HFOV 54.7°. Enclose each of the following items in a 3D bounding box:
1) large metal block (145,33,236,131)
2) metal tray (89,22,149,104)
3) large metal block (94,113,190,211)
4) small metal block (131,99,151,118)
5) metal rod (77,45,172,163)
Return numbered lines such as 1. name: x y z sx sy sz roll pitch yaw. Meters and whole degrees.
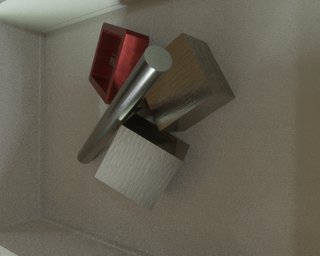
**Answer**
1. large metal block: 0.028 -0.050 0.366 0.080 0.050 0.080 -35 69 34
2. metal tray: -0.060 -0.089 0.415 0.130 0.030 0.089 45 120 60
3. large metal block: -0.021 0.041 0.384 0.080 0.050 0.080 31 113 3
4. small metal block: -0.030 -0.039 0.412 0.050 0.025 0.050 137 131 -58
5. metal rod: -0.062 -0.005 0.382 0.299 0.025 0.025 -41 63 57
